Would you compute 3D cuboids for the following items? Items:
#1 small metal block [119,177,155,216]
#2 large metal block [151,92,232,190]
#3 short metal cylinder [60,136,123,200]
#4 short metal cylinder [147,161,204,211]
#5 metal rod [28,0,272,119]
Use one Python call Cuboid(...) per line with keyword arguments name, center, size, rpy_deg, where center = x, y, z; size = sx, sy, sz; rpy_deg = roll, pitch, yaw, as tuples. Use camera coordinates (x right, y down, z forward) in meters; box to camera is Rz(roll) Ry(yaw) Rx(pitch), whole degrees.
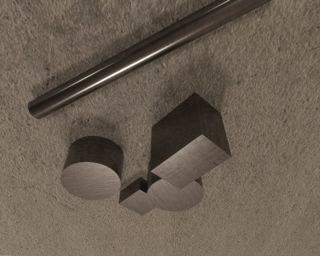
Cuboid(name="small metal block", center=(-0.030, 0.112, 0.502), size=(0.050, 0.025, 0.050), rpy_deg=(36, 121, -27))
Cuboid(name="large metal block", center=(0.035, 0.016, 0.385), size=(0.050, 0.080, 0.080), rpy_deg=(36, 121, -27))
Cuboid(name="short metal cylinder", center=(-0.094, 0.057, 0.438), size=(0.081, 0.050, 0.079), rpy_deg=(0, 130, 0))
Cuboid(name="short metal cylinder", center=(0.022, 0.079, 0.459), size=(0.081, 0.050, 0.079), rpy_deg=(0, 130, 0))
Cuboid(name="metal rod", center=(-0.023, -0.079, 0.339), size=(0.300, 0.025, 0.025), rpy_deg=(-23, 127, 18))
